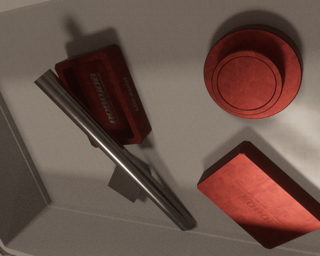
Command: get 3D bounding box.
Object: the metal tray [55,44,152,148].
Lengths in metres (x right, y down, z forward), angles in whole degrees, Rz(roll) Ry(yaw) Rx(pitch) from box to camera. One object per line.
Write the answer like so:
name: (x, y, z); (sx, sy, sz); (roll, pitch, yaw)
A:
metal tray: (-0.075, -0.038, 0.419); (0.090, 0.030, 0.129); (-7, 115, 31)

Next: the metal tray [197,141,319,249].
metal tray: (0.124, 0.088, 0.394); (0.130, 0.030, 0.090); (42, 129, -1)

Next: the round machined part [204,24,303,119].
round machined part: (0.092, -0.052, 0.317); (0.098, 0.042, 0.097); (13, 124, 20)

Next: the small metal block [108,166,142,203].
small metal block: (-0.048, 0.081, 0.483); (0.050, 0.025, 0.050); (32, 128, 7)

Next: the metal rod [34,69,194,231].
metal rod: (-0.050, 0.043, 0.424); (0.025, 0.025, 0.300); (-24, 117, 36)
